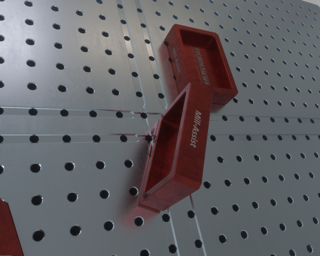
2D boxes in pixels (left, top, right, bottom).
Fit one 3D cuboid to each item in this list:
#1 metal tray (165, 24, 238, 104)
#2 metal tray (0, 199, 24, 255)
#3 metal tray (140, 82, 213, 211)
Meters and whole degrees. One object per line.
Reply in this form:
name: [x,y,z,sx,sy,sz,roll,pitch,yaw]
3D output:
metal tray: [0.066,-0.104,0.502,0.091,0.030,0.130,3,60,-27]
metal tray: [-0.176,0.120,0.237,0.131,0.030,0.090,-15,69,-34]
metal tray: [0.020,0.021,0.363,0.030,0.090,0.130,24,53,-14]
